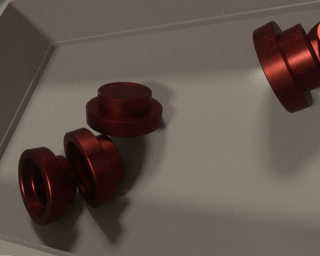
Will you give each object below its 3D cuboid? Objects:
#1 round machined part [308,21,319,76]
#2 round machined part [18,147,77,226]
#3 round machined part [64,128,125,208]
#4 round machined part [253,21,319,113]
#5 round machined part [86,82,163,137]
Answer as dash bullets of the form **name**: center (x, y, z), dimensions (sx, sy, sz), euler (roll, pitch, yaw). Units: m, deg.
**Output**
- **round machined part**: center (0.212, -0.098, 0.342), dimensions (0.098, 0.042, 0.098), euler (-14, 55, 22)
- **round machined part**: center (-0.144, 0.072, 0.403), dimensions (0.098, 0.042, 0.097), euler (10, 104, 44)
- **round machined part**: center (-0.079, 0.045, 0.383), dimensions (0.042, 0.097, 0.098), euler (-21, 44, -31)
- **round machined part**: center (0.139, -0.068, 0.323), dimensions (0.042, 0.098, 0.098), euler (-25, 52, 32)
- **round machined part**: center (-0.045, -0.030, 0.401), dimensions (0.099, 0.042, 0.098), euler (4, 27, -2)
